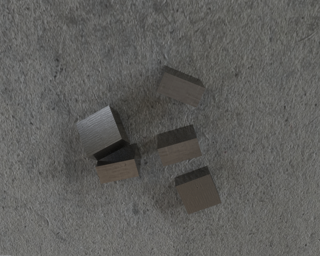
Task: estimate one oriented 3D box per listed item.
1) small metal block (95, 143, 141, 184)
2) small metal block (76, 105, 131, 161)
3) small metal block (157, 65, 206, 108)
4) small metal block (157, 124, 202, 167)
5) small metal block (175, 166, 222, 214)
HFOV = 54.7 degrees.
[{"bbox_3d":[-0.054,0.046,0.413,0.050,0.050,0.025,-12,110,4],"label":"small metal block"},{"bbox_3d":[-0.073,0.007,0.397,0.050,0.025,0.050,-28,67,9],"label":"small metal block"},{"bbox_3d":[0.024,-0.052,0.377,0.050,0.050,0.025,21,109,-8],"label":"small metal block"},{"bbox_3d":[0.025,0.021,0.404,0.050,0.050,0.025,-16,109,6],"label":"small metal block"},{"bbox_3d":[0.054,0.089,0.443,0.050,0.025,0.050,-21,109,7],"label":"small metal block"}]
